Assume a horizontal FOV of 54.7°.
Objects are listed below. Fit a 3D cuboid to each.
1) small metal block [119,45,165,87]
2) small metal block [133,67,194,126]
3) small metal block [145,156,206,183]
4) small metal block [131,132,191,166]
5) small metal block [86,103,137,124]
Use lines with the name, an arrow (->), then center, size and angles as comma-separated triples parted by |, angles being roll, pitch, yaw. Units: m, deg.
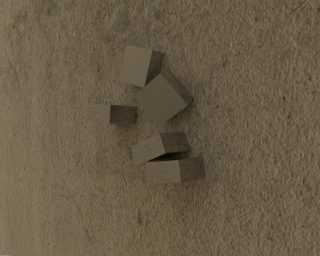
small metal block -> -0.026, -0.084, 0.426 | 0.050, 0.025, 0.050 | 22, 104, 38
small metal block -> 0.004, -0.039, 0.387 | 0.050, 0.025, 0.050 | -36, 98, 34
small metal block -> 0.019, 0.050, 0.373 | 0.050, 0.050, 0.025 | -10, 84, 39
small metal block -> 0.001, 0.026, 0.388 | 0.050, 0.050, 0.025 | -28, 73, 36
small metal block -> -0.069, -0.021, 0.446 | 0.050, 0.050, 0.025 | 7, 95, 40
